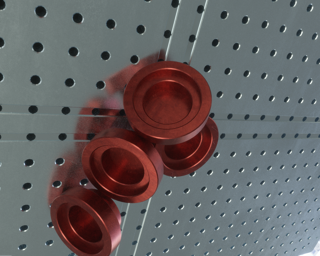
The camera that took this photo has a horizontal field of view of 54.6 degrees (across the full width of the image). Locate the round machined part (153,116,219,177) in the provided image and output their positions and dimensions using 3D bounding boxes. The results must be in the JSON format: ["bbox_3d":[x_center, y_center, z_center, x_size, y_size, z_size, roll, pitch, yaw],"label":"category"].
[{"bbox_3d":[0.027,0.015,0.423,0.099,0.042,0.097,-14,124,-21],"label":"round machined part"}]

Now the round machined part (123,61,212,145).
[{"bbox_3d":[0.009,-0.026,0.362,0.098,0.098,0.042,-30,160,-10],"label":"round machined part"}]

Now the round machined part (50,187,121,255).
[{"bbox_3d":[-0.090,0.118,0.400,0.042,0.098,0.097,-36,141,-53],"label":"round machined part"}]

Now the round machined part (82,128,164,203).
[{"bbox_3d":[-0.042,0.042,0.381,0.098,0.042,0.097,10,123,15],"label":"round machined part"}]
